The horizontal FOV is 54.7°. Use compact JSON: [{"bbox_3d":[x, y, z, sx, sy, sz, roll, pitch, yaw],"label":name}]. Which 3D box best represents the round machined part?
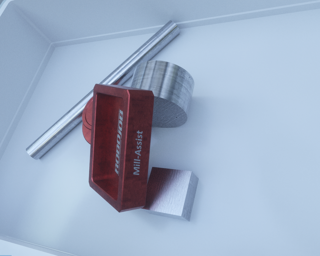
[{"bbox_3d":[-0.070,-0.017,0.440,0.098,0.042,0.098,-13,56,20],"label":"round machined part"}]

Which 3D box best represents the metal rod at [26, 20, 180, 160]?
[{"bbox_3d":[-0.088,-0.060,0.486,0.300,0.025,0.025,-42,51,-1],"label":"metal rod"}]

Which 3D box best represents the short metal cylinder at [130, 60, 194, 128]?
[{"bbox_3d":[0.000,-0.041,0.394,0.080,0.080,0.050,0,62,28],"label":"short metal cylinder"}]

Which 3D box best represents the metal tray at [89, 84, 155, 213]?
[{"bbox_3d":[-0.048,0.018,0.355,0.090,0.030,0.129,18,106,54],"label":"metal tray"}]

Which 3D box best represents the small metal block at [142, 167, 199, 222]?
[{"bbox_3d":[0.012,0.074,0.353,0.050,0.025,0.050,2,63,29],"label":"small metal block"}]
